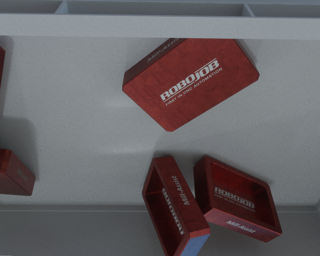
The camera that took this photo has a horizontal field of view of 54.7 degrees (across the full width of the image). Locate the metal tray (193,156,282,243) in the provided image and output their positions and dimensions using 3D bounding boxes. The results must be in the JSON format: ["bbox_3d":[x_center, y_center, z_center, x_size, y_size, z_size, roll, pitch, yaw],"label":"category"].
[{"bbox_3d":[0.112,0.104,0.454,0.131,0.090,0.030,25,129,-20],"label":"metal tray"}]

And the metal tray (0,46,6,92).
[{"bbox_3d":[-0.225,-0.035,0.334,0.030,0.091,0.129,42,128,15],"label":"metal tray"}]

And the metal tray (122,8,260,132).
[{"bbox_3d":[0.033,-0.059,0.355,0.130,0.030,0.090,-32,124,24],"label":"metal tray"}]

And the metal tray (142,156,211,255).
[{"bbox_3d":[0.016,0.115,0.436,0.030,0.130,0.089,-4,134,-25],"label":"metal tray"}]

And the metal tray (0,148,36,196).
[{"bbox_3d":[-0.233,0.061,0.422,0.091,0.030,0.129,5,155,-5],"label":"metal tray"}]
